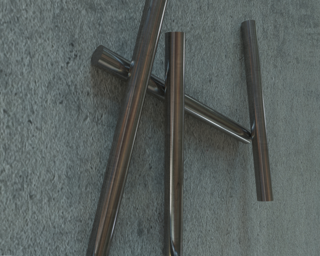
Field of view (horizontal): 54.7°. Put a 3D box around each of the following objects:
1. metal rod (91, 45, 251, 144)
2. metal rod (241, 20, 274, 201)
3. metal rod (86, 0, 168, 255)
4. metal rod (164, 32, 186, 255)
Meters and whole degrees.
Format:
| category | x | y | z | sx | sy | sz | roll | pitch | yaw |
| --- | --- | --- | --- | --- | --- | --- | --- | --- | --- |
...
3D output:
| category | x | y | z | sx | sy | sz | roll | pitch | yaw |
| --- | --- | --- | --- | --- | --- | --- | --- | --- | --- |
| metal rod | 0.039 | -0.033 | 0.437 | 0.302 | 0.025 | 0.025 | 24 | 75 | -37 |
| metal rod | 0.160 | -0.032 | 0.512 | 0.025 | 0.025 | 0.298 | 4 | 80 | -40 |
| metal rod | -0.037 | -0.002 | 0.350 | 0.025 | 0.025 | 0.298 | 14 | 88 | -39 |
| metal rod | 0.018 | 0.032 | 0.398 | 0.025 | 0.025 | 0.298 | -7 | 101 | -40 |
